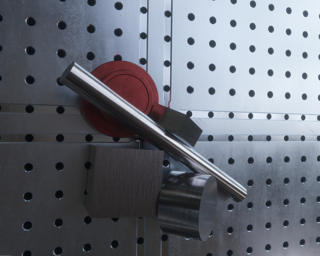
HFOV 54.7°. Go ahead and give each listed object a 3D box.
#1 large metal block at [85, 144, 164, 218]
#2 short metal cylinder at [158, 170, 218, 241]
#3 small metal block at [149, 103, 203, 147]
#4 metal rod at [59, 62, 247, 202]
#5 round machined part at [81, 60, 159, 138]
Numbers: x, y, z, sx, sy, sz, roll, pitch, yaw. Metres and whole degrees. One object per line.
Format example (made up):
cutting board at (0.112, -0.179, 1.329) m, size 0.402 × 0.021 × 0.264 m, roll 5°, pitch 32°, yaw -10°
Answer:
large metal block at (-0.045, 0.064, 0.381) m, size 0.081 × 0.050 × 0.080 m, roll 5°, pitch 88°, yaw -20°
short metal cylinder at (0.038, 0.097, 0.392) m, size 0.080 × 0.050 × 0.079 m, roll 4°, pitch 90°, yaw -65°
small metal block at (0.019, -0.003, 0.397) m, size 0.025 × 0.050 × 0.050 m, roll -60°, pitch 142°, yaw -7°
metal rod at (0.012, 0.021, 0.384) m, size 0.301 × 0.025 × 0.025 m, roll 36°, pitch 78°, yaw -30°
round machined part at (-0.047, -0.036, 0.387) m, size 0.099 × 0.042 × 0.097 m, roll 0°, pitch 90°, yaw -21°
